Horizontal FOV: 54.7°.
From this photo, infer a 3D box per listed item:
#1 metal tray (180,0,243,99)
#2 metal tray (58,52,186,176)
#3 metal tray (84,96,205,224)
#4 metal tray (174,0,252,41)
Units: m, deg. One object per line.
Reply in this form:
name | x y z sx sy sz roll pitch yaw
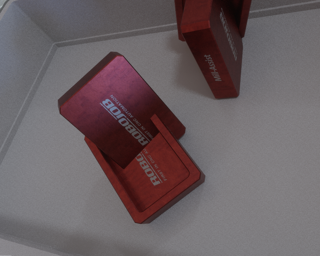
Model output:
metal tray | 0.068 -0.106 0.368 0.030 0.130 0.090 -3 61 27
metal tray | -0.041 -0.012 0.366 0.090 0.130 0.030 -43 30 -1
metal tray | -0.021 0.034 0.368 0.090 0.030 0.130 -38 67 4
metal tray | 0.064 -0.160 0.381 0.090 0.130 0.030 0 69 7
